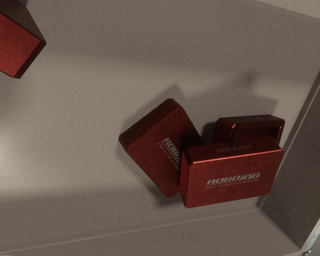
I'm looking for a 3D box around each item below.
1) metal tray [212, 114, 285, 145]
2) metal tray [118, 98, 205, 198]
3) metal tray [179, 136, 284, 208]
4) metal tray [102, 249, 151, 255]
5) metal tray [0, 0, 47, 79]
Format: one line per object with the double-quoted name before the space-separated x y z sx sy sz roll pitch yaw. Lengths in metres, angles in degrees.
"metal tray" 0.133 0.028 0.475 0.131 0.030 0.089 -5 112 -38
"metal tray" 0.014 0.033 0.435 0.090 0.030 0.130 -38 130 -3
"metal tray" 0.096 0.062 0.429 0.131 0.030 0.089 -7 128 -11
"metal tray" -0.073 0.273 0.538 0.091 0.030 0.129 8 114 -33
"metal tray" -0.134 -0.090 0.212 0.090 0.130 0.030 34 99 -39
